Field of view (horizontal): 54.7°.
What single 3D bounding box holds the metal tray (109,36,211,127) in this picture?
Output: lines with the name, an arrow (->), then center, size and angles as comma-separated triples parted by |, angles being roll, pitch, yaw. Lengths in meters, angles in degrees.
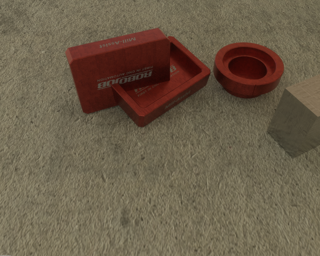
metal tray -> -0.004, -0.070, 0.444 | 0.131, 0.030, 0.090 | -35, 69, -23

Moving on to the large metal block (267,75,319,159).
large metal block -> 0.191, -0.017, 0.385 | 0.081, 0.080, 0.050 | -22, 54, -18

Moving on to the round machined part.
round machined part -> 0.129, -0.082, 0.463 | 0.099, 0.042, 0.098 | 0, 50, 0

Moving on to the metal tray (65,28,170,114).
metal tray -> -0.052, -0.077, 0.423 | 0.131, 0.089, 0.030 | -17, 48, -14
